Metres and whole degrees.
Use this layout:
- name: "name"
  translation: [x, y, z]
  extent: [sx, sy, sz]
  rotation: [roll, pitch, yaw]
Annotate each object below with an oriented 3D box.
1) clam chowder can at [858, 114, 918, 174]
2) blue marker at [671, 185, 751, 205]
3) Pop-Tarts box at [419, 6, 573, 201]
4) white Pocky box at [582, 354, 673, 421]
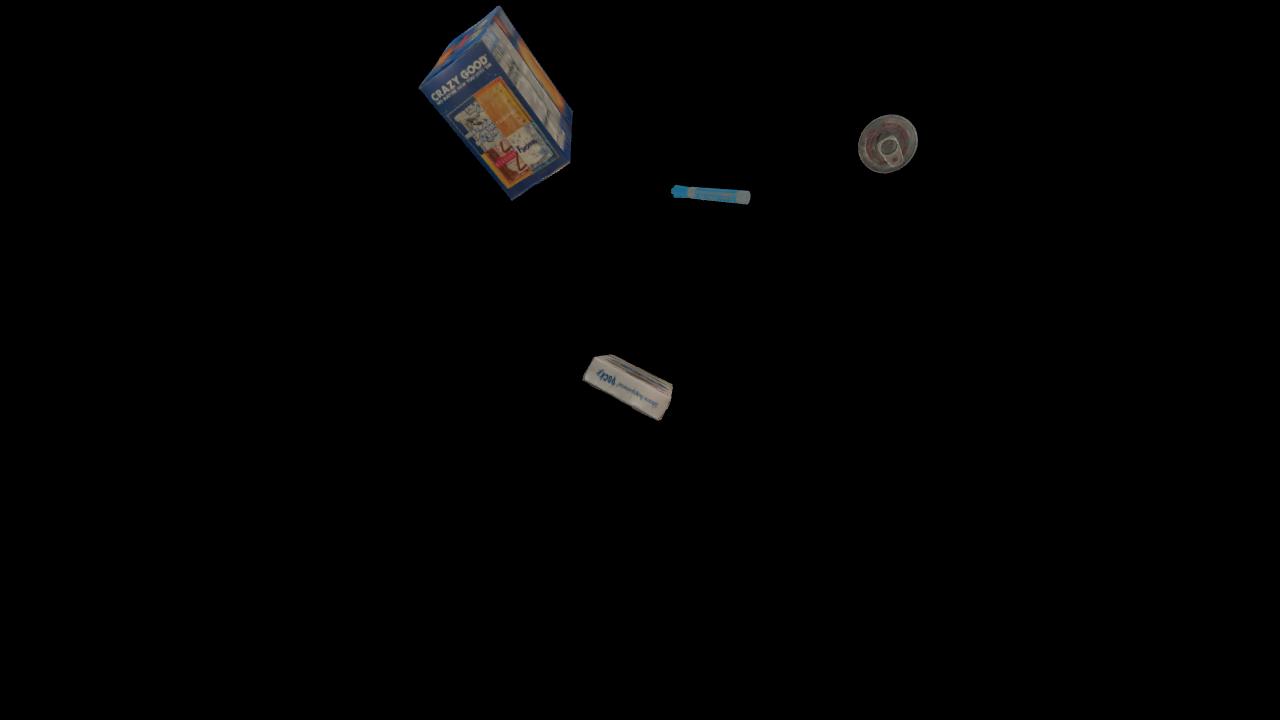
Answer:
- name: "clam chowder can"
  translation: [0.317, -0.274, 0.784]
  extent: [0.068, 0.068, 0.102]
  rotation: [0, 17, 24]
- name: "blue marker"
  translation: [0.100, -0.241, 0.893]
  extent: [0.121, 0.020, 0.020]
  rotation: [13, 6, 27]
- name: "Pop-Tarts box"
  translation: [-0.147, -0.281, 0.670]
  extent: [0.083, 0.167, 0.141]
  rotation: [-28, -53, 16]
- name: "white Pocky box"
  translation: [-0.008, 0.024, 0.637]
  extent: [0.084, 0.028, 0.154]
  rotation: [28, 3, 2]
